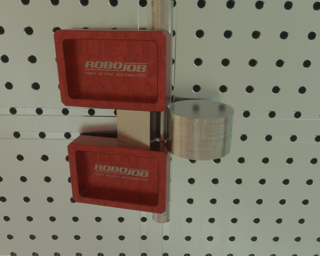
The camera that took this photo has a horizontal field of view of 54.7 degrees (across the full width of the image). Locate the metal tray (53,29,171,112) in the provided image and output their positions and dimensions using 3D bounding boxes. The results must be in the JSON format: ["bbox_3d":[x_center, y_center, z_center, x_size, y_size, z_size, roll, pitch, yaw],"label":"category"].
[{"bbox_3d":[-0.054,-0.069,0.366,0.131,0.030,0.089,4,111,11],"label":"metal tray"}]

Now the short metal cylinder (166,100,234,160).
[{"bbox_3d":[0.048,0.000,0.381,0.081,0.080,0.050,0,110,0],"label":"short metal cylinder"}]

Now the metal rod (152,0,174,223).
[{"bbox_3d":[0.002,-0.007,0.406,0.025,0.025,0.298,0,110,0],"label":"metal rod"}]

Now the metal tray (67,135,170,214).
[{"bbox_3d":[-0.053,0.061,0.414,0.131,0.030,0.089,5,111,11],"label":"metal tray"}]

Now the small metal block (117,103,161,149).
[{"bbox_3d":[-0.027,-0.006,0.396,0.050,0.025,0.050,13,113,29],"label":"small metal block"}]
